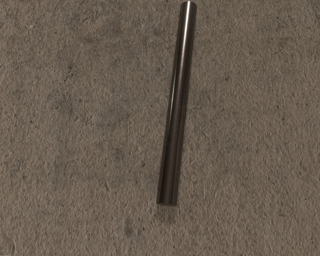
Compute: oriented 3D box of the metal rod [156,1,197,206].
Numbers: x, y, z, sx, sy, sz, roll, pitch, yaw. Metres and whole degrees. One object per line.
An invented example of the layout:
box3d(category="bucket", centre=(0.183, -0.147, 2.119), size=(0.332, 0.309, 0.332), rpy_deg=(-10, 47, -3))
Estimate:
box3d(category="metal rod", centre=(0.026, -0.047, 0.425), size=(0.025, 0.025, 0.299), rpy_deg=(7, 70, 2))
